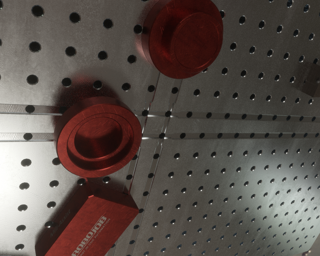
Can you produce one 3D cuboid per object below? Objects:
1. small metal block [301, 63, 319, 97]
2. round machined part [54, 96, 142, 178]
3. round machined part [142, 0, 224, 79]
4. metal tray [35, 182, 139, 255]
[{"bbox_3d":[0.271,-0.079,0.513,0.050,0.025,0.050,-4,120,-27],"label":"small metal block"},{"bbox_3d":[-0.074,0.007,0.365,0.099,0.042,0.097,-14,125,-21],"label":"round machined part"},{"bbox_3d":[0.033,-0.102,0.357,0.099,0.042,0.097,-14,125,-21],"label":"round machined part"},{"bbox_3d":[-0.103,0.146,0.443,0.090,0.030,0.130,30,101,-38],"label":"metal tray"}]
